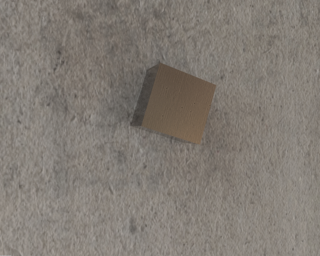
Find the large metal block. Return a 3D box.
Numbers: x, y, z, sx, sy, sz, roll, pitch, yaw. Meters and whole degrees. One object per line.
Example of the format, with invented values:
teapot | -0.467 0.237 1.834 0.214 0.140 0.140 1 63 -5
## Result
large metal block | 0.017 -0.029 0.403 0.081 0.050 0.080 18 84 -20
